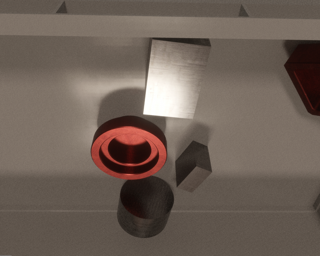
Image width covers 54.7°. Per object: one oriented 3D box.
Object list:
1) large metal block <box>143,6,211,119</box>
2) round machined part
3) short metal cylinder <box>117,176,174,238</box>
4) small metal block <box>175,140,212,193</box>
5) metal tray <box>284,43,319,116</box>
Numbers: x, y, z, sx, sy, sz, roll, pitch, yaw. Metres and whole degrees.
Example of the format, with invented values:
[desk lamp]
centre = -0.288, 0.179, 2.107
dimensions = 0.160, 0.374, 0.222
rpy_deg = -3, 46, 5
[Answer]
[large metal block]
centre = 0.013, -0.067, 0.316
dimensions = 0.050, 0.080, 0.079
rpy_deg = 5, 130, -5
[round machined part]
centre = -0.040, 0.022, 0.416
dimensions = 0.099, 0.042, 0.097
rpy_deg = -1, 130, 0
[short metal cylinder]
centre = -0.023, 0.119, 0.474
dimensions = 0.081, 0.080, 0.050
rpy_deg = 8, 130, -7
[small metal block]
centre = 0.046, 0.055, 0.440
dimensions = 0.025, 0.050, 0.050
rpy_deg = 23, 126, -19
[metal tray]
centre = 0.205, -0.044, 0.315
dimensions = 0.030, 0.130, 0.090
rpy_deg = -52, 123, -14
